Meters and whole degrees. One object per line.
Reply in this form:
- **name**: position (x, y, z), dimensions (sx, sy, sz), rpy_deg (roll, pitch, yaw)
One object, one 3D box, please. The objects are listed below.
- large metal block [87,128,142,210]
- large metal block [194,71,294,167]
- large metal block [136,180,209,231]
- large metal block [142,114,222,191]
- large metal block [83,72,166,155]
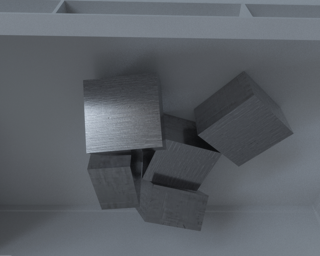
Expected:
- **large metal block**: position (-0.056, 0.051, 0.414), dimensions (0.050, 0.080, 0.080), rpy_deg (-4, 130, 3)
- **large metal block**: position (0.101, -0.009, 0.385), dimensions (0.080, 0.050, 0.080), rpy_deg (36, 121, -27)
- **large metal block**: position (0.014, 0.108, 0.455), dimensions (0.081, 0.080, 0.050), rpy_deg (14, 86, -14)
- **large metal block**: position (0.027, 0.035, 0.422), dimensions (0.081, 0.050, 0.079), rpy_deg (15, 129, -13)
- **large metal block**: position (-0.038, -0.013, 0.352), dimensions (0.080, 0.080, 0.050), rpy_deg (-5, 172, 5)
